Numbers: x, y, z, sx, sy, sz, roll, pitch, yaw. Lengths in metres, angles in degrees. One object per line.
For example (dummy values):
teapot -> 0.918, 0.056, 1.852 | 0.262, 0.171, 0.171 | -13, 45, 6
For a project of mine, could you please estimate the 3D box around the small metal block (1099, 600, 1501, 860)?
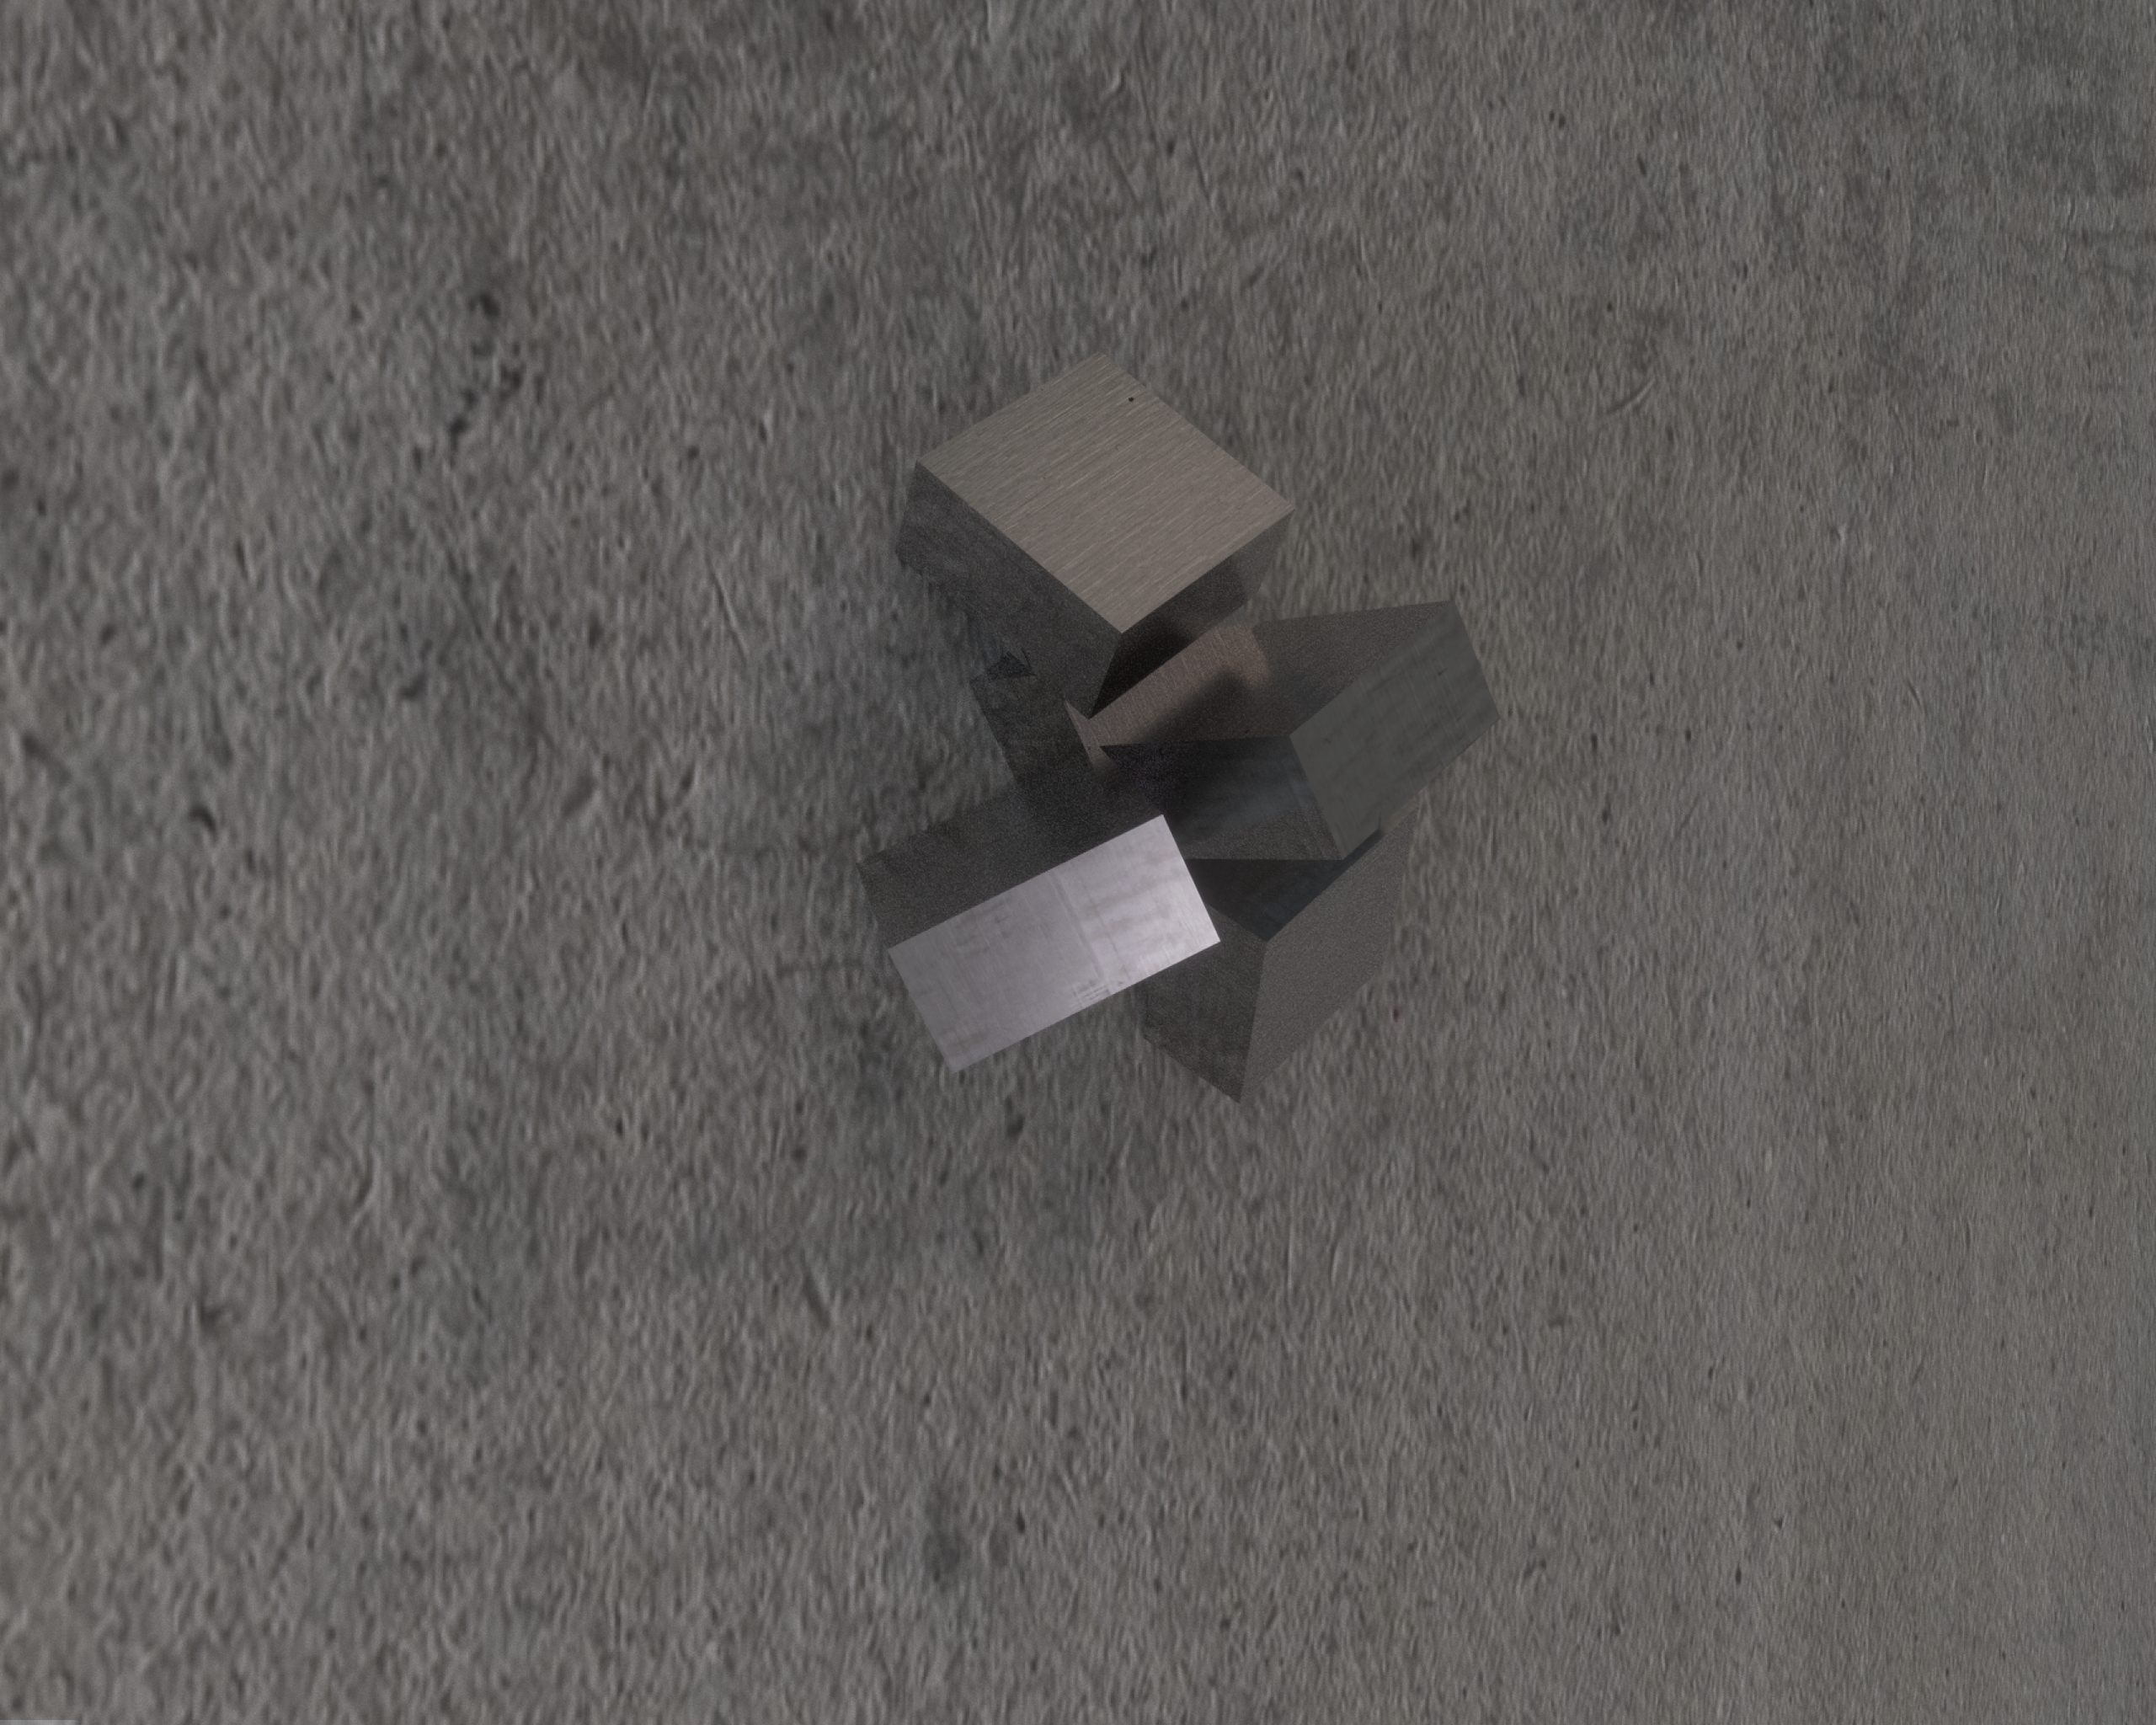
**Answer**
small metal block -> 0.041, -0.024, 0.390 | 0.050, 0.050, 0.025 | -39, 114, -33

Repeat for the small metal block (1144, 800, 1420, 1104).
small metal block -> 0.041, 0.012, 0.423 | 0.050, 0.025, 0.050 | -39, 150, -33

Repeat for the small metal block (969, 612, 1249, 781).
small metal block -> 0.013, -0.027, 0.416 | 0.050, 0.025, 0.050 | -39, 114, -33

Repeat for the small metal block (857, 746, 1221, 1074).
small metal block -> -0.009, 0.007, 0.369 | 0.050, 0.050, 0.025 | -26, 110, -4

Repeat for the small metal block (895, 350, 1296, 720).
small metal block -> 0.003, -0.062, 0.389 | 0.050, 0.025, 0.050 | 42, 56, 14
